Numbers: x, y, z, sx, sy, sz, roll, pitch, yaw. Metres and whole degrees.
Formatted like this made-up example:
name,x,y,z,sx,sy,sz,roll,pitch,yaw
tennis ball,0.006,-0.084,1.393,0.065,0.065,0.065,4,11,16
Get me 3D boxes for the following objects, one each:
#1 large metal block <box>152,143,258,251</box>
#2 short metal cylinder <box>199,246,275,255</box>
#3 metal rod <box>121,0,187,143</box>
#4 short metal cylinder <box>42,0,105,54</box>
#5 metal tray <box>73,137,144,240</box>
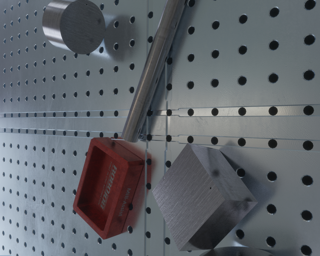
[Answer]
name,x,y,z,sx,sy,sz,roll,pitch,yaw
large metal block,0.045,0.076,0.342,0.080,0.050,0.080,-57,40,24
short metal cylinder,0.079,0.157,0.309,0.080,0.081,0.050,-6,87,40
metal rod,0.006,-0.119,0.404,0.025,0.025,0.298,32,110,35
short metal cylinder,-0.133,-0.160,0.483,0.050,0.081,0.079,23,105,37
metal tray,-0.083,0.090,0.474,0.090,0.030,0.129,29,108,36
